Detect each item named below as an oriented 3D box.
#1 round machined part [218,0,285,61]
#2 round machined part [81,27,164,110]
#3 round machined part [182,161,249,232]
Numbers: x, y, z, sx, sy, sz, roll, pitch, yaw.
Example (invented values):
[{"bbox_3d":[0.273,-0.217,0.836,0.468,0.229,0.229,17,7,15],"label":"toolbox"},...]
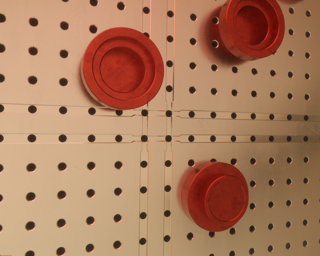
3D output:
[{"bbox_3d":[0.127,-0.146,0.450,0.099,0.042,0.097,0,90,-20],"label":"round machined part"},{"bbox_3d":[-0.048,-0.070,0.386,0.099,0.042,0.097,0,90,-20],"label":"round machined part"},{"bbox_3d":[0.083,0.097,0.434,0.099,0.042,0.097,0,90,-20],"label":"round machined part"}]
